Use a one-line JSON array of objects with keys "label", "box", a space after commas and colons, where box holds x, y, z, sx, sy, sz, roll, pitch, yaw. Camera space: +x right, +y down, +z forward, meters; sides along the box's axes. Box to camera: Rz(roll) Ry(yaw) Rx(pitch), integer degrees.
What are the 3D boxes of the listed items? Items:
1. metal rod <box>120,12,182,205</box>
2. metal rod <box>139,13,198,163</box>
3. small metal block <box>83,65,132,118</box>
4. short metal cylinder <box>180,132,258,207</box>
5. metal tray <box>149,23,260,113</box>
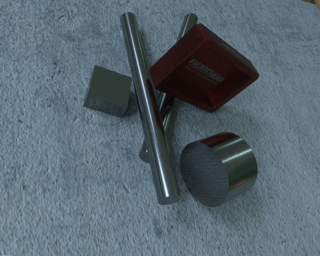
[{"label": "metal rod", "box": [-0.020, -0.047, 0.401, 0.025, 0.025, 0.299, 5, 53, -26]}, {"label": "metal rod", "box": [0.021, -0.079, 0.465, 0.025, 0.025, 0.300, 26, 52, -13]}, {"label": "small metal block", "box": [-0.067, -0.047, 0.398, 0.050, 0.025, 0.050, 17, 55, -19]}, {"label": "short metal cylinder", "box": [0.070, 0.049, 0.378, 0.050, 0.080, 0.080, -16, 70, -35]}, {"label": "metal tray", "box": [0.062, -0.072, 0.412, 0.131, 0.090, 0.030, 17, 43, -45]}]
